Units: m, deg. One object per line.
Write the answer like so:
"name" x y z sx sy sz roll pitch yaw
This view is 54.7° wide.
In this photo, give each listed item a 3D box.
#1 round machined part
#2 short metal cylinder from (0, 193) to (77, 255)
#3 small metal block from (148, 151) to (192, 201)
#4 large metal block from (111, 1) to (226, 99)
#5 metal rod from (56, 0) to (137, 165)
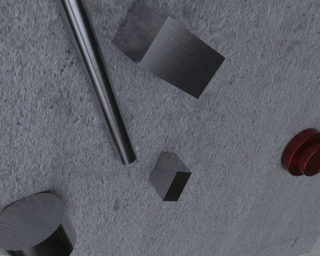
"round machined part" 0.283 0.053 0.587 0.099 0.042 0.097 -14 125 -21
"short metal cylinder" -0.147 0.125 0.369 0.081 0.080 0.050 -20 126 -17
"small metal block" 0.013 0.069 0.442 0.025 0.050 0.050 11 113 -33
"large metal block" 0.007 -0.082 0.325 0.080 0.080 0.050 23 106 -37
"metal rod" -0.072 -0.076 0.320 0.025 0.025 0.298 -25 128 -14
